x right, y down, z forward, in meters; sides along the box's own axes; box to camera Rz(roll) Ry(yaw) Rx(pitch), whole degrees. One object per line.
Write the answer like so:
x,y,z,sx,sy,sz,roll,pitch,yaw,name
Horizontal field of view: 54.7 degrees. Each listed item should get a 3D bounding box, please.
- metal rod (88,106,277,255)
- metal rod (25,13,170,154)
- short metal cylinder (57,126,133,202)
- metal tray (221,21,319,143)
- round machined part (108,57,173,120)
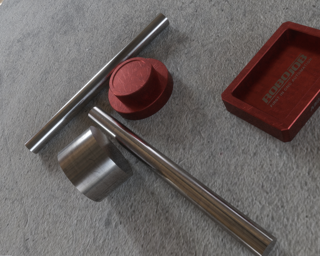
0.001,0.045,0.375,0.300,0.025,0.025,34,81,38,metal rod
-0.099,-0.074,0.500,0.300,0.025,0.025,-45,51,-4,metal rod
-0.078,0.044,0.383,0.050,0.080,0.080,-40,51,1,short metal cylinder
0.147,-0.058,0.358,0.130,0.030,0.090,-49,52,-7,metal tray
-0.034,-0.064,0.450,0.098,0.042,0.098,-13,56,21,round machined part
